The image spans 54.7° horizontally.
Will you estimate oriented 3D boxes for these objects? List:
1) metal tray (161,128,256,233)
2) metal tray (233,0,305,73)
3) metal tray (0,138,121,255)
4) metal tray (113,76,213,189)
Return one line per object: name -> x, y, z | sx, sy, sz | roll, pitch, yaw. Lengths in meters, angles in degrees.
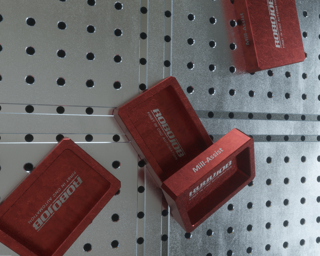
metal tray -> 0.070, 0.070, 0.413 | 0.131, 0.030, 0.090 | -35, 135, -17
metal tray -> 0.166, -0.157, 0.473 | 0.091, 0.030, 0.129 | -15, 95, -20
metal tray -> -0.122, 0.086, 0.365 | 0.090, 0.030, 0.130 | 44, 76, -15
metal tray -> 0.010, 0.008, 0.414 | 0.090, 0.030, 0.130 | -35, 102, -17
